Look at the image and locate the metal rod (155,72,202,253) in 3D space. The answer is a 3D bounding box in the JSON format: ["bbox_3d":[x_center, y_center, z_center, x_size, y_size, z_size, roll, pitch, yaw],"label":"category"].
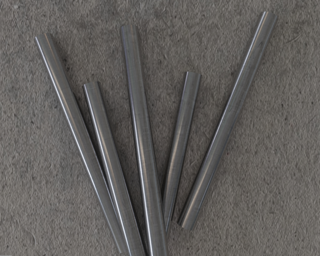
[{"bbox_3d":[0.014,0.075,0.409,0.025,0.025,0.298,12,90,0],"label":"metal rod"}]

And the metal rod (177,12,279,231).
[{"bbox_3d":[0.089,-0.009,0.410,0.025,0.025,0.299,22,90,0],"label":"metal rod"}]

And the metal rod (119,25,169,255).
[{"bbox_3d":[-0.021,0.016,0.395,0.025,0.025,0.298,-8,85,0],"label":"metal rod"}]

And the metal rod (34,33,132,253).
[{"bbox_3d":[-0.099,0.020,0.409,0.025,0.025,0.299,-21,90,0],"label":"metal rod"}]

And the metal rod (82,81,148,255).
[{"bbox_3d":[-0.049,0.085,0.395,0.025,0.025,0.299,-16,85,0],"label":"metal rod"}]
